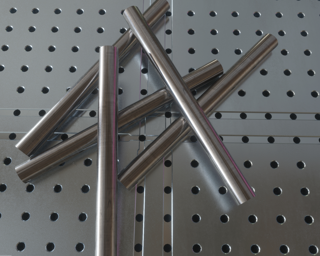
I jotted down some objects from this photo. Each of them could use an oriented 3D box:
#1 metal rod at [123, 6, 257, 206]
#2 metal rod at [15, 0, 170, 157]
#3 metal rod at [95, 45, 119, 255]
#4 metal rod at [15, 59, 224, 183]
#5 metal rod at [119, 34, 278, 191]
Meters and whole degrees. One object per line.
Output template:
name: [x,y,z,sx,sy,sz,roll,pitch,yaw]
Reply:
metal rod: [0.029,-0.041,0.399,0.025,0.025,0.299,-27,72,-10]
metal rod: [-0.085,-0.081,0.440,0.025,0.025,0.300,36,73,12]
metal rod: [-0.064,0.043,0.375,0.025,0.025,0.299,-1,78,-1]
metal rod: [-0.045,-0.014,0.416,0.302,0.025,0.025,-29,73,-11]
metal rod: [0.059,-0.030,0.423,0.025,0.025,0.301,43,75,14]
